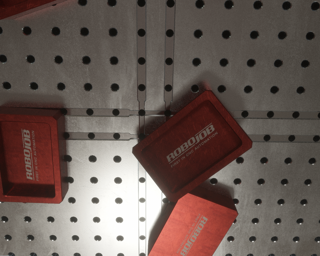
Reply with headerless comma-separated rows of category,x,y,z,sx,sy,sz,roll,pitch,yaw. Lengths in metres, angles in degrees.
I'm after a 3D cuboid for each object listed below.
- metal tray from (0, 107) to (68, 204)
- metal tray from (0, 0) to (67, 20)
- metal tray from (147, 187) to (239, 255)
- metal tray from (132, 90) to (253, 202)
metal tray,-0.178,0.039,0.422,0.091,0.030,0.129,3,110,-2
metal tray,-0.161,-0.195,0.336,0.090,0.030,0.129,-17,110,5
metal tray,0.047,0.153,0.468,0.090,0.030,0.129,22,108,-9
metal tray,0.041,0.024,0.404,0.130,0.030,0.090,-38,86,12
